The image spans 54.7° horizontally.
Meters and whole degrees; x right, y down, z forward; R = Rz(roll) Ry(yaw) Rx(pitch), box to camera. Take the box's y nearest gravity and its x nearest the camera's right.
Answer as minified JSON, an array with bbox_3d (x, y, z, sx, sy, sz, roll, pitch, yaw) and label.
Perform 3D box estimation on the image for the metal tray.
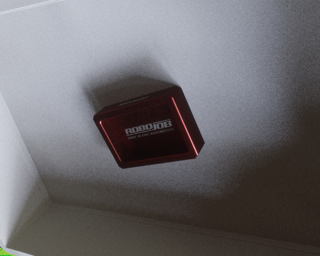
[{"bbox_3d":[-0.017,0.004,0.414,0.130,0.030,0.090,-12,112,33],"label":"metal tray"}]
